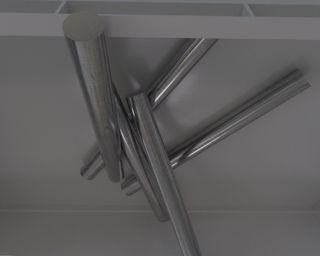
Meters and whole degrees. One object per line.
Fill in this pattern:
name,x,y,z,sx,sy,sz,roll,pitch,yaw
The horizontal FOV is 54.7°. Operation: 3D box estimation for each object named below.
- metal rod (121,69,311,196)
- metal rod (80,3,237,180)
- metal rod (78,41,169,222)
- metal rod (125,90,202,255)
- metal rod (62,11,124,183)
metal rod,0.058,0.019,0.425,0.299,0.025,0.025,-35,122,26
metal rod,-0.020,-0.024,0.387,0.025,0.025,0.299,29,124,-23
metal rod,-0.034,0.029,0.399,0.025,0.025,0.299,-12,129,10
metal rod,0.018,0.095,0.398,0.025,0.025,0.298,-15,108,12
metal rod,-0.056,0.003,0.323,0.025,0.025,0.299,3,154,-3
